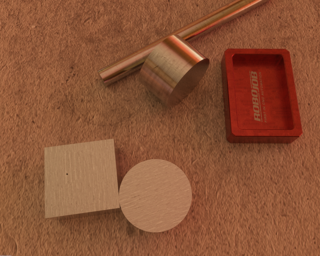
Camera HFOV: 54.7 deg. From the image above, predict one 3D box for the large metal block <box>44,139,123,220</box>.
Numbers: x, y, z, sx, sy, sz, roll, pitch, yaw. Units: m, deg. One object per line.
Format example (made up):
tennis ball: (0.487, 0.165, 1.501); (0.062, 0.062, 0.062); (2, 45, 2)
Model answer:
large metal block: (-0.089, 0.063, 0.371); (0.081, 0.050, 0.080); (-7, 70, -3)

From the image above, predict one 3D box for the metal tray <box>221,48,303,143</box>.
metal tray: (0.134, -0.045, 0.422); (0.091, 0.030, 0.130); (0, 70, 0)

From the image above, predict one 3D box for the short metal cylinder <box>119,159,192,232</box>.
short metal cylinder: (-0.005, 0.081, 0.365); (0.081, 0.050, 0.080); (0, 70, 0)

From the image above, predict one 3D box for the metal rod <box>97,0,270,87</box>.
metal rod: (0.047, -0.143, 0.460); (0.301, 0.025, 0.025); (-30, 73, -11)

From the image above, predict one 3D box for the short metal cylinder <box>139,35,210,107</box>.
short metal cylinder: (0.019, -0.073, 0.406); (0.050, 0.080, 0.080); (42, 75, 14)
